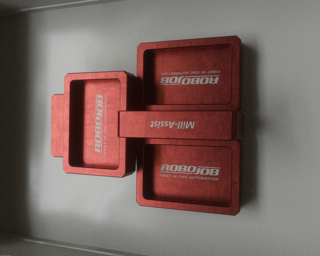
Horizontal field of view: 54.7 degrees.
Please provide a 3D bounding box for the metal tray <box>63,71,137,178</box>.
[{"bbox_3d":[-0.078,-0.005,0.399,0.090,0.030,0.129,1,90,19],"label":"metal tray"}]

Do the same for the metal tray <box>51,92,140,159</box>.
[{"bbox_3d":[-0.090,-0.003,0.435,0.130,0.030,0.089,0,90,19],"label":"metal tray"}]

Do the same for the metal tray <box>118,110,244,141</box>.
[{"bbox_3d":[0.028,-0.004,0.363,0.130,0.090,0.030,1,91,19],"label":"metal tray"}]

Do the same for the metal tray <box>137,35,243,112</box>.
[{"bbox_3d":[0.036,-0.064,0.393,0.130,0.030,0.089,1,90,19],"label":"metal tray"}]

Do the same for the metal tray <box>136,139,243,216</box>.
[{"bbox_3d":[0.036,0.057,0.393,0.130,0.030,0.089,1,90,19],"label":"metal tray"}]
